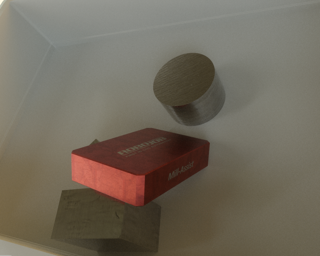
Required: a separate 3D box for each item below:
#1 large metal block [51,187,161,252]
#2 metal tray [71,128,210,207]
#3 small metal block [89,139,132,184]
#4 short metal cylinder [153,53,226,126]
[{"bbox_3d":[-0.053,0.101,0.335,0.080,0.080,0.050,-9,58,23],"label":"large metal block"},{"bbox_3d":[-0.015,0.033,0.332,0.090,0.131,0.030,13,108,33],"label":"metal tray"},{"bbox_3d":[-0.065,0.047,0.393,0.025,0.050,0.050,-45,51,-2],"label":"small metal block"},{"bbox_3d":[0.038,-0.049,0.399,0.080,0.050,0.080,-13,56,20],"label":"short metal cylinder"}]
